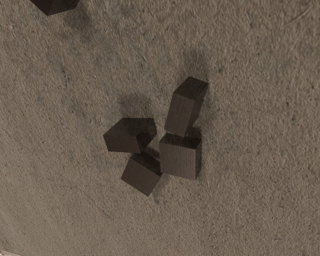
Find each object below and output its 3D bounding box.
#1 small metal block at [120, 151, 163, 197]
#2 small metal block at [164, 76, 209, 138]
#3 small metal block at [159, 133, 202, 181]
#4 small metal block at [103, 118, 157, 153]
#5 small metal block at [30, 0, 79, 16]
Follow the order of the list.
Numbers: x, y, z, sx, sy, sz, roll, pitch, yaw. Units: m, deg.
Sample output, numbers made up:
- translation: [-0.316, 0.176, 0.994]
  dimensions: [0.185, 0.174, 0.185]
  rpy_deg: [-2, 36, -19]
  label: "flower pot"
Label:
- translation: [-0.025, 0.067, 0.460]
  dimensions: [0.050, 0.025, 0.050]
  rpy_deg: [32, 128, 7]
  label: "small metal block"
- translation: [0.031, -0.025, 0.358]
  dimensions: [0.025, 0.050, 0.050]
  rpy_deg: [23, 127, 14]
  label: "small metal block"
- translation: [0.028, 0.038, 0.415]
  dimensions: [0.050, 0.025, 0.050]
  rpy_deg: [10, 123, 22]
  label: "small metal block"
- translation: [-0.039, 0.009, 0.415]
  dimensions: [0.050, 0.050, 0.025]
  rpy_deg: [1, 119, 27]
  label: "small metal block"
- translation: [-0.127, -0.160, 0.357]
  dimensions: [0.050, 0.050, 0.025]
  rpy_deg: [42, 129, -1]
  label: "small metal block"
